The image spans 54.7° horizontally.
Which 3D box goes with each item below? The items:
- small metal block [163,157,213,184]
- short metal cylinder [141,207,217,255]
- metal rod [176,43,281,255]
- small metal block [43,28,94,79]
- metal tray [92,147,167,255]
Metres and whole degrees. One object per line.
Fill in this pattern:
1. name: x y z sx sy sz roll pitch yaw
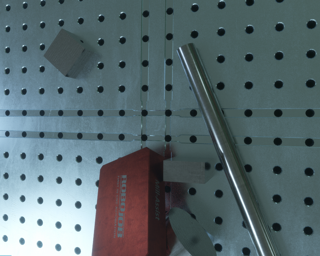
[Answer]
1. small metal block: 0.036 0.051 0.386 0.050 0.050 0.025 0 90 19
2. short metal cylinder: 0.022 0.144 0.375 0.050 0.080 0.080 -45 76 14
3. metal rod: 0.085 0.035 0.382 0.025 0.025 0.299 -23 83 18
4. small metal block: -0.135 -0.109 0.459 0.050 0.025 0.050 42 103 14
5. metal tray: -0.038 0.097 0.378 0.090 0.030 0.130 -25 50 32
